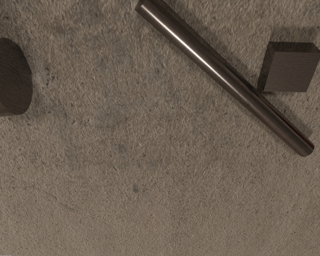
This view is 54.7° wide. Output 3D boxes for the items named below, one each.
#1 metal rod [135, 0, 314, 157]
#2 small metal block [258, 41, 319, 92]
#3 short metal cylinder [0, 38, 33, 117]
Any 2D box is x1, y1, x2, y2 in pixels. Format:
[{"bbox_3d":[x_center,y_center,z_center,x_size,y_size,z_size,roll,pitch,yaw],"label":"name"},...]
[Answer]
[{"bbox_3d":[0.094,-0.047,0.368,0.301,0.025,0.025,35,122,-27],"label":"metal rod"},{"bbox_3d":[0.145,-0.069,0.351,0.050,0.025,0.050,1,130,-2],"label":"small metal block"},{"bbox_3d":[-0.178,-0.051,0.325,0.050,0.080,0.080,-6,130,4],"label":"short metal cylinder"}]
